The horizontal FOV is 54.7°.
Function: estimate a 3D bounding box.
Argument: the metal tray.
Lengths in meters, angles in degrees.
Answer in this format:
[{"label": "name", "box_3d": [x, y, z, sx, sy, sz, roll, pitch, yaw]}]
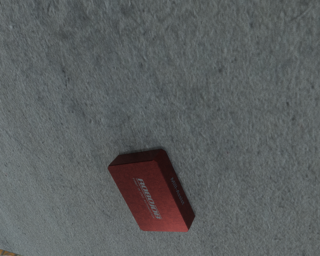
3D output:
[{"label": "metal tray", "box_3d": [-0.012, 0.098, 0.469, 0.090, 0.030, 0.129, -11, 113, 32]}]
